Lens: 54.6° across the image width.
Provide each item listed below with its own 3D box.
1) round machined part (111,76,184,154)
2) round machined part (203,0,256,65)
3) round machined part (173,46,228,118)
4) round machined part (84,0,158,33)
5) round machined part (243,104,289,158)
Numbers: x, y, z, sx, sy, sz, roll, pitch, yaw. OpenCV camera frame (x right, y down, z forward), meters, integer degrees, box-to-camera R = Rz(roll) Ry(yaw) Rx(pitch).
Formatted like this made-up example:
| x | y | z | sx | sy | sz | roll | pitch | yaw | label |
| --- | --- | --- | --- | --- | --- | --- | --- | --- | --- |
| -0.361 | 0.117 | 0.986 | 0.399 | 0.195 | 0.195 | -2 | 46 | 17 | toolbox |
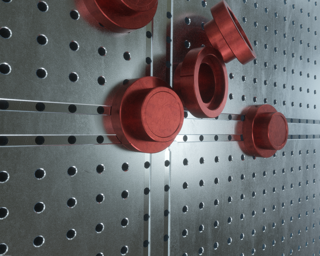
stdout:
| x | y | z | sx | sy | sz | roll | pitch | yaw | label |
| --- | --- | --- | --- | --- | --- | --- | --- | --- | --- |
| -0.008 | -0.016 | 0.390 | 0.099 | 0.042 | 0.097 | 0 | 90 | -40 | round machined part |
| 0.100 | -0.136 | 0.461 | 0.098 | 0.042 | 0.098 | 44 | 30 | -33 | round machined part |
| 0.055 | -0.062 | 0.434 | 0.099 | 0.042 | 0.097 | -1 | 92 | -52 | round machined part |
| -0.039 | -0.166 | 0.364 | 0.099 | 0.042 | 0.097 | 0 | 90 | -40 | round machined part |
| 0.196 | 0.005 | 0.561 | 0.099 | 0.042 | 0.097 | 0 | 90 | -40 | round machined part |
